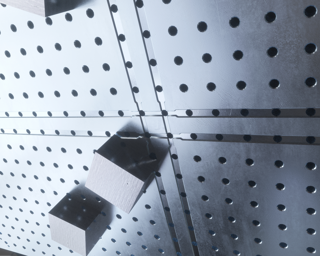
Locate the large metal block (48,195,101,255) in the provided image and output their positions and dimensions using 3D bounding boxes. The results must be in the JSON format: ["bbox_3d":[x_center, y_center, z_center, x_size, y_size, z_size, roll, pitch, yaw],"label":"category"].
[{"bbox_3d":[-0.161,0.187,0.593,0.080,0.050,0.079,19,126,16],"label":"large metal block"}]

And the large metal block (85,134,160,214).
[{"bbox_3d":[-0.058,0.070,0.467,0.080,0.050,0.079,31,128,8],"label":"large metal block"}]

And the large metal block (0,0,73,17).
[{"bbox_3d":[-0.150,-0.184,0.359,0.080,0.050,0.079,21,126,15],"label":"large metal block"}]
